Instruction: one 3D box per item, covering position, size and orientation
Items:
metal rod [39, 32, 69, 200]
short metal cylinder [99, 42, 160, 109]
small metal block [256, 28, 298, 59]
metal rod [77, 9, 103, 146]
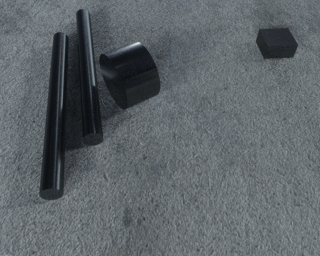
[{"bbox_3d":[-0.144,-0.040,0.435,0.025,0.025,0.300,-7,50,-6],"label":"metal rod"},{"bbox_3d":[-0.042,-0.072,0.428,0.050,0.080,0.080,-26,55,-20],"label":"short metal cylinder"},{"bbox_3d":[0.197,-0.144,0.526,0.050,0.025,0.050,-3,50,-3],"label":"small metal block"},{"bbox_3d":[-0.114,-0.098,0.484,0.025,0.025,0.300,-9,51,-7],"label":"metal rod"}]
